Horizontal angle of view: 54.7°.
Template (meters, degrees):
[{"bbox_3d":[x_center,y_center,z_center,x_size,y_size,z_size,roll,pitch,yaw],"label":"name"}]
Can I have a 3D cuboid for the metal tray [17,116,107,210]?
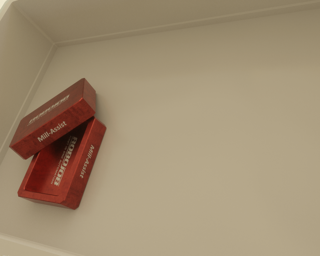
[{"bbox_3d":[-0.140,0.045,0.448,0.090,0.030,0.130,1,62,28],"label":"metal tray"}]

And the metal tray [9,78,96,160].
[{"bbox_3d":[-0.161,-0.017,0.476,0.130,0.030,0.090,-32,30,7],"label":"metal tray"}]
